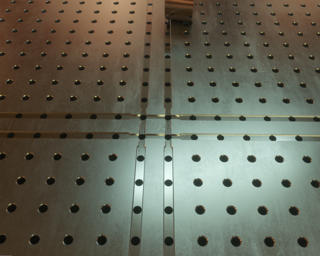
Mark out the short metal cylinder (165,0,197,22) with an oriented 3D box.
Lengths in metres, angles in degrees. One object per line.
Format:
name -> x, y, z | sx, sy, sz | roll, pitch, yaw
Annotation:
short metal cylinder -> 0.042, -0.241, 0.575 | 0.050, 0.080, 0.080 | 10, 51, 7
